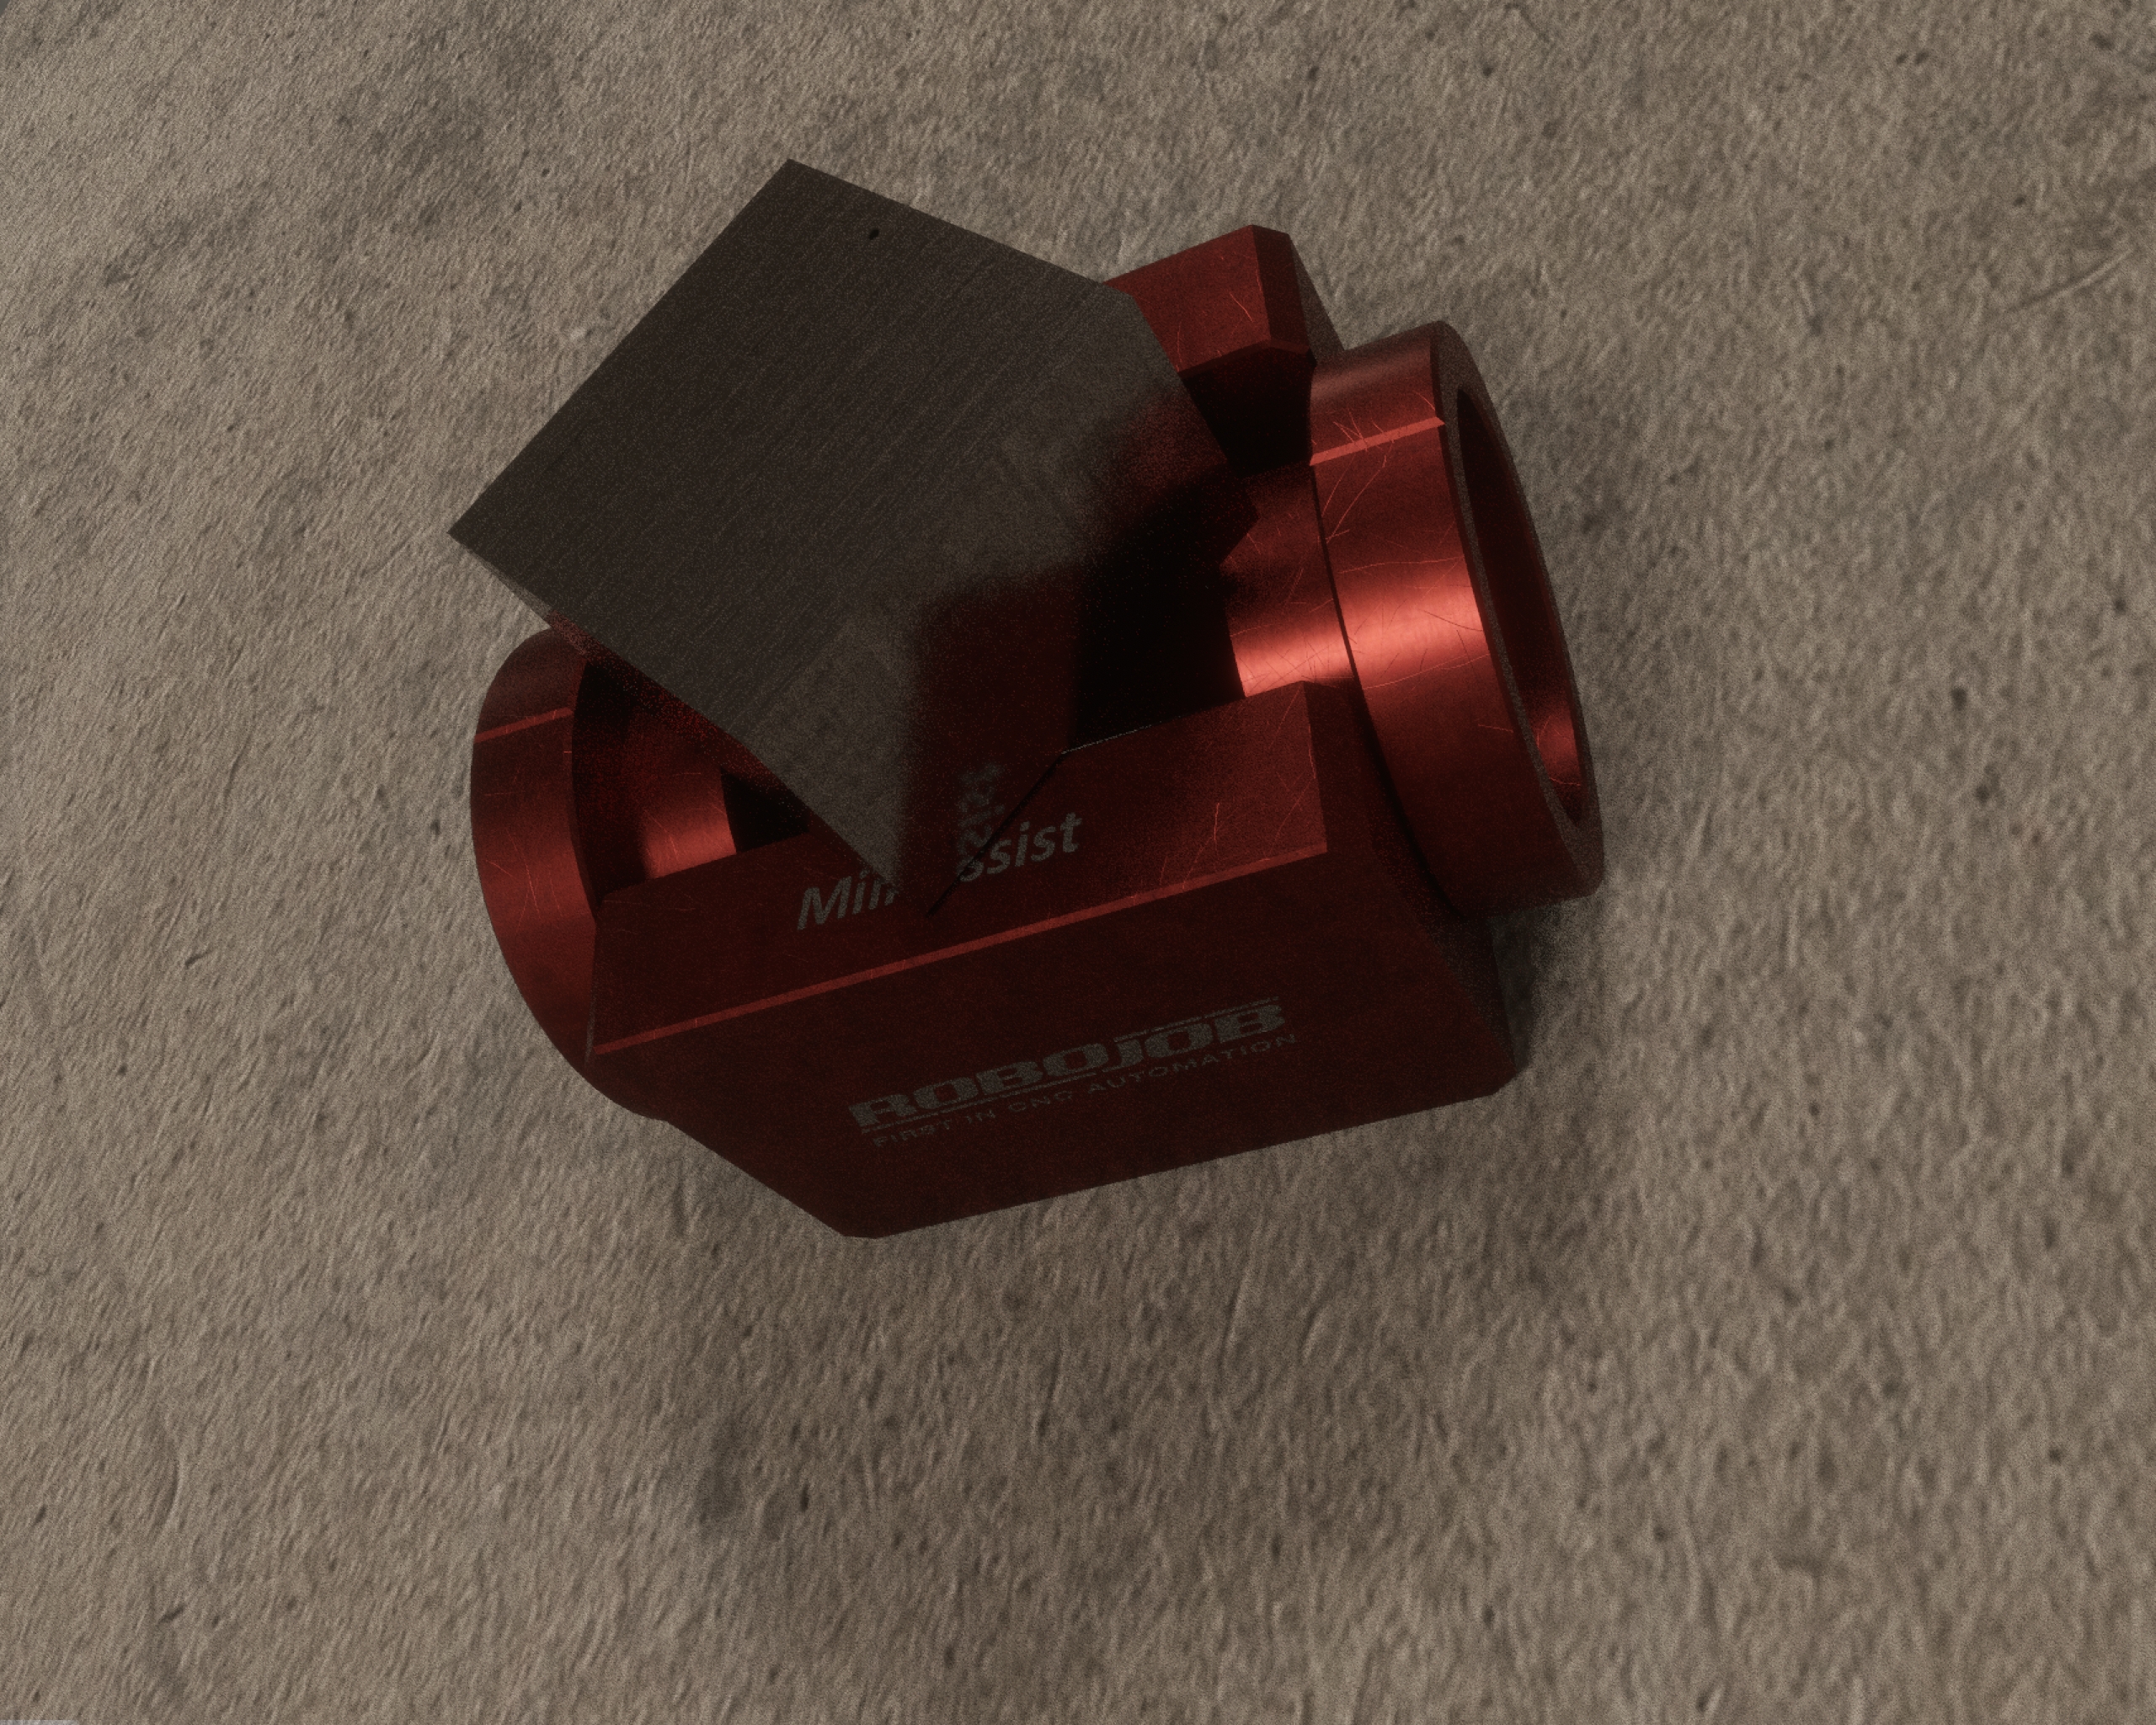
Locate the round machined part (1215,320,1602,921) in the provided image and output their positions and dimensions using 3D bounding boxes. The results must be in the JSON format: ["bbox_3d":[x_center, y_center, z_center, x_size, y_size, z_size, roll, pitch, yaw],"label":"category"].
[{"bbox_3d":[0.055,-0.037,0.352,0.042,0.098,0.098,-15,56,20],"label":"round machined part"}]

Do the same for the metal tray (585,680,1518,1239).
[{"bbox_3d":[-0.003,0.022,0.348,0.130,0.090,0.030,-16,56,18],"label":"metal tray"}]

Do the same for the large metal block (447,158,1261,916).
[{"bbox_3d":[-0.034,-0.052,0.319,0.080,0.050,0.080,34,80,38],"label":"large metal block"}]

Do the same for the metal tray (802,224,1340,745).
[{"bbox_3d":[-0.005,-0.060,0.403,0.130,0.090,0.030,-17,55,18],"label":"metal tray"}]

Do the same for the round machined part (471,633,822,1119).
[{"bbox_3d":[-0.066,-0.003,0.393,0.042,0.098,0.098,-15,56,20],"label":"round machined part"}]
